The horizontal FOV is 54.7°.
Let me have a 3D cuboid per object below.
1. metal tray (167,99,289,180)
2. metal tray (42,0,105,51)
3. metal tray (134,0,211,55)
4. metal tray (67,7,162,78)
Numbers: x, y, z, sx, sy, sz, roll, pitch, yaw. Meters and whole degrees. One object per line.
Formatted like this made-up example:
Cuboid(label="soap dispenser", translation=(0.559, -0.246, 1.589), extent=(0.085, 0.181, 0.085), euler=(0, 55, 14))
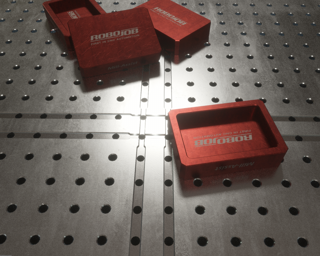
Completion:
Cuboid(label="metal tray", translation=(0.081, 0.011, 0.395), extent=(0.131, 0.030, 0.090), euler=(-7, 50, -7))
Cuboid(label="metal tray", translation=(-0.150, -0.200, 0.570), extent=(0.091, 0.030, 0.130), euler=(-24, 54, -20))
Cuboid(label="metal tray", translation=(0.015, -0.190, 0.564), extent=(0.091, 0.030, 0.130), euler=(-37, 59, -27))
Cuboid(label="metal tray", translation=(-0.072, -0.139, 0.499), extent=(0.131, 0.030, 0.090), euler=(-15, 74, -12))
